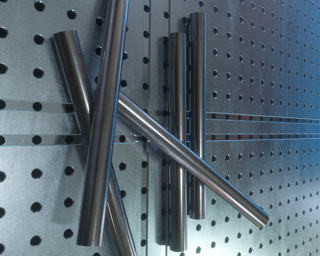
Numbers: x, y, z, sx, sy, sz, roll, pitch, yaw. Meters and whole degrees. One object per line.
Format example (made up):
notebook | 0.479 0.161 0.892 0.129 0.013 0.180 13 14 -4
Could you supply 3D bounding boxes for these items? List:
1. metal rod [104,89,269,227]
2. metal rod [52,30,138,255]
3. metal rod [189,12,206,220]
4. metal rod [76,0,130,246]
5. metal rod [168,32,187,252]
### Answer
metal rod | 0.046 0.049 0.413 0.301 0.025 0.025 40 65 -21
metal rod | -0.067 0.043 0.354 0.025 0.025 0.298 -22 104 -38
metal rod | 0.055 -0.017 0.457 0.025 0.025 0.298 0 90 -40
metal rod | -0.057 -0.033 0.333 0.025 0.025 0.299 17 71 -39
metal rod | 0.025 0.020 0.432 0.025 0.025 0.298 -1 91 -40
